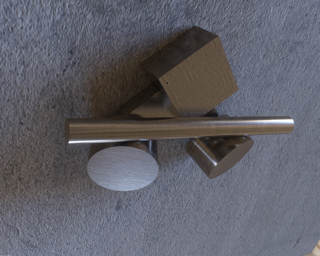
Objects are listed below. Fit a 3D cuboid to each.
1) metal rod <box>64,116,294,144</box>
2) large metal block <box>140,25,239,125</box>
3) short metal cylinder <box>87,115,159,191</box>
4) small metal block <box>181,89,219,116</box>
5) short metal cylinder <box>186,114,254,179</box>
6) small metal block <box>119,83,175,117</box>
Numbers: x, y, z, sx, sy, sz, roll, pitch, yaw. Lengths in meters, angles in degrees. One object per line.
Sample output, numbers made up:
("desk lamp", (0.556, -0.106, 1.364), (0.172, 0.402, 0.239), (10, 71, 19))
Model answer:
("metal rod", (0.045, -0.001, 0.366), (0.303, 0.025, 0.025), (-2, 119, -28))
("large metal block", (0.037, -0.061, 0.372), (0.080, 0.050, 0.080), (-36, 129, -4))
("short metal cylinder", (-0.043, 0.031, 0.369), (0.081, 0.050, 0.079), (-2, 133, -2))
("small metal block", (0.049, -0.017, 0.424), (0.050, 0.025, 0.050), (-37, 129, -3))
("short metal cylinder", (0.084, 0.027, 0.437), (0.080, 0.050, 0.080), (-31, 154, -17))
("small metal block", (-0.015, -0.019, 0.389), (0.050, 0.025, 0.050), (-38, 129, -4))
